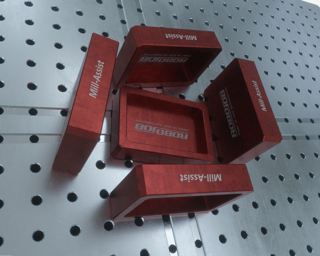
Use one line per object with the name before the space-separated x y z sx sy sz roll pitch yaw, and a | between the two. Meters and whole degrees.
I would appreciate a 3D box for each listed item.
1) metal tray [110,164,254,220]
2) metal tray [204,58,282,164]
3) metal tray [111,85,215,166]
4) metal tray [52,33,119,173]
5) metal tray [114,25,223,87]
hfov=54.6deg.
metal tray | 0.022 0.069 0.336 0.131 0.090 0.030 3 61 -26
metal tray | 0.110 -0.021 0.438 0.030 0.090 0.130 5 60 -26
metal tray | 0.004 0.001 0.405 0.131 0.030 0.090 11 57 -23
metal tray | -0.081 -0.028 0.339 0.030 0.090 0.130 17 55 -18
metal tray | 0.009 -0.094 0.428 0.131 0.090 0.030 -7 65 -31
